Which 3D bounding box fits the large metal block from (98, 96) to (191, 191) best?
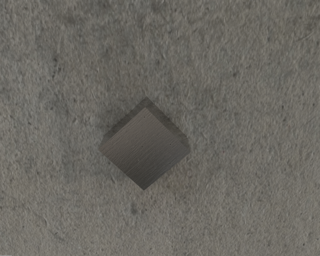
[{"bbox_3d":[-0.019,0.020,0.403,0.080,0.050,0.080,-41,105,13],"label":"large metal block"}]
